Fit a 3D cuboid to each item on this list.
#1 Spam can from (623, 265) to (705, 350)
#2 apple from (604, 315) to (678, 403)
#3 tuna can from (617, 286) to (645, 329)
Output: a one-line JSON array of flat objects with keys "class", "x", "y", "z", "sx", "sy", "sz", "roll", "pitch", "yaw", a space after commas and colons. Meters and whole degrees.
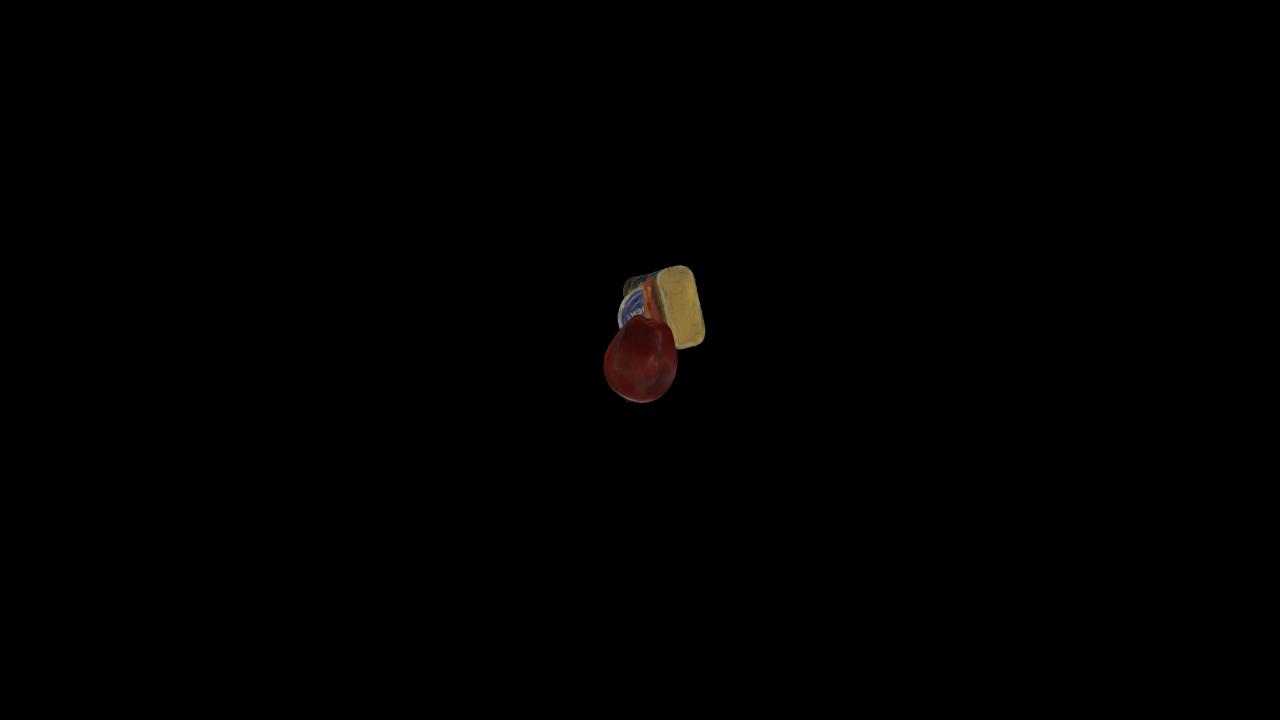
[{"class": "Spam can", "x": 0.030, "y": -0.059, "z": 0.751, "sx": 0.058, "sy": 0.101, "sz": 0.085, "roll": -16, "pitch": 5, "yaw": -28}, {"class": "apple", "x": 0.001, "y": 0.001, "z": 0.652, "sx": 0.079, "sy": 0.093, "sz": 0.079, "roll": 14, "pitch": 11, "yaw": -3}, {"class": "tuna can", "x": 0.017, "y": -0.053, "z": 0.753, "sx": 0.084, "sy": 0.084, "sz": 0.034, "roll": 0, "pitch": 16, "yaw": 8}]
